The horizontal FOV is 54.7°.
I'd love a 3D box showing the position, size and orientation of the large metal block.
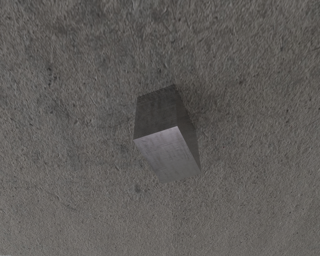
[{"bbox_3d":[0.010,0.007,0.377,0.050,0.080,0.080,-18,128,14],"label":"large metal block"}]
